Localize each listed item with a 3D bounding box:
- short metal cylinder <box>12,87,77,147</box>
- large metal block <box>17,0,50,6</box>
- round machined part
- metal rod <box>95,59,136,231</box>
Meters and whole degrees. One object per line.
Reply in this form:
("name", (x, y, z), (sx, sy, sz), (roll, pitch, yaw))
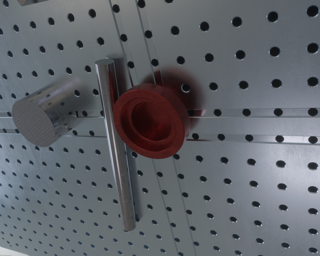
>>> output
("short metal cylinder", (-0.178, -0.017, 0.478), (0.080, 0.050, 0.079), (13, 124, 21))
("large metal block", (-0.146, -0.200, 0.348), (0.080, 0.050, 0.080), (-28, 103, 37))
("round machined part", (-0.007, -0.012, 0.397), (0.098, 0.042, 0.097), (13, 124, 21))
("metal rod", (-0.062, 0.044, 0.470), (0.025, 0.025, 0.298), (10, 123, 22))
